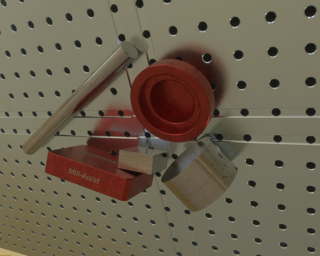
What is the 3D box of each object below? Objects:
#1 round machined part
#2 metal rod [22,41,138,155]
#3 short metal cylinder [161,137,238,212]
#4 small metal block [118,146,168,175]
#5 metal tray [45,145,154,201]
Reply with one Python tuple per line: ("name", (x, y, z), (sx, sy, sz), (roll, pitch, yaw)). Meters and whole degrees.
("round machined part", (0.018, -0.035, 0.368), (0.098, 0.042, 0.097), (13, 124, 20))
("metal rod", (-0.135, -0.029, 0.462), (0.299, 0.025, 0.025), (-34, 100, 38))
("short metal cylinder", (0.048, 0.056, 0.384), (0.050, 0.080, 0.080), (47, 129, -5))
("small metal block", (-0.023, 0.043, 0.429), (0.050, 0.050, 0.025), (8, 95, 23))
("metal tray", (-0.084, 0.060, 0.445), (0.130, 0.090, 0.030), (15, 98, 19))
